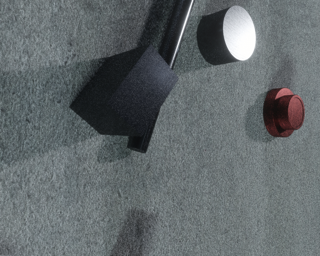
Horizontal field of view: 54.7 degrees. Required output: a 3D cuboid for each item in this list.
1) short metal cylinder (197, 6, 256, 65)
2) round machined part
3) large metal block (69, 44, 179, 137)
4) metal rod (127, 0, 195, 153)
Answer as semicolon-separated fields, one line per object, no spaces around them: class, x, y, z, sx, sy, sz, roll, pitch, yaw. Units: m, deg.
short metal cylinder;0.103;-0.140;0.477;0.081;0.050;0.079;0;90;-40
round machined part;0.247;-0.030;0.605;0.099;0.042;0.097;0;90;-40
large metal block;-0.039;-0.038;0.337;0.050;0.080;0.080;46;62;-31
metal rod;0.015;-0.111;0.418;0.025;0.025;0.299;28;72;-37
